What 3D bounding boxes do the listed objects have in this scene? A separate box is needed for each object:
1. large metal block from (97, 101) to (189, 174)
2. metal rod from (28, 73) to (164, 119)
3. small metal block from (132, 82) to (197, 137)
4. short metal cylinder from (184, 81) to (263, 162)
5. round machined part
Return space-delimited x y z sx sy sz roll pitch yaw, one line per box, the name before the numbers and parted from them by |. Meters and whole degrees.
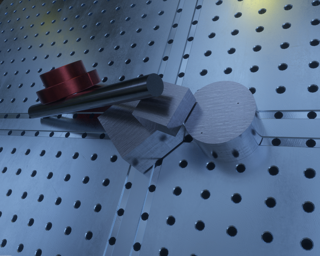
large metal block | -0.021 -0.003 0.401 0.080 0.050 0.080 -39 51 1
metal rod | -0.111 -0.036 0.431 0.300 0.025 0.025 -5 58 45
small metal block | 0.005 -0.024 0.352 0.050 0.025 0.050 20 72 35
short metal cylinder | 0.074 -0.007 0.357 0.080 0.050 0.080 -13 56 20
round machined part | -0.146 -0.075 0.483 0.098 0.042 0.098 -19 15 6
